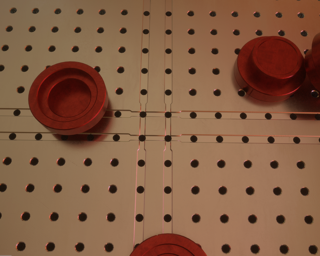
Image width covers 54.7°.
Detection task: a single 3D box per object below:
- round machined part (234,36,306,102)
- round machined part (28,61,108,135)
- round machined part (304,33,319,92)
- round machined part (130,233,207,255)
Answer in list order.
[{"bbox_3d":[0.159,-0.090,0.438,0.099,0.042,0.098,0,70,-1],"label":"round machined part"},{"bbox_3d":[-0.118,-0.036,0.415,0.099,0.042,0.098,0,70,-1],"label":"round machined part"},{"bbox_3d":[0.237,-0.085,0.422,0.099,0.042,0.098,10,70,-30],"label":"round machined part"},{"bbox_3d":[0.009,0.168,0.341,0.099,0.042,0.098,0,70,-1],"label":"round machined part"}]
